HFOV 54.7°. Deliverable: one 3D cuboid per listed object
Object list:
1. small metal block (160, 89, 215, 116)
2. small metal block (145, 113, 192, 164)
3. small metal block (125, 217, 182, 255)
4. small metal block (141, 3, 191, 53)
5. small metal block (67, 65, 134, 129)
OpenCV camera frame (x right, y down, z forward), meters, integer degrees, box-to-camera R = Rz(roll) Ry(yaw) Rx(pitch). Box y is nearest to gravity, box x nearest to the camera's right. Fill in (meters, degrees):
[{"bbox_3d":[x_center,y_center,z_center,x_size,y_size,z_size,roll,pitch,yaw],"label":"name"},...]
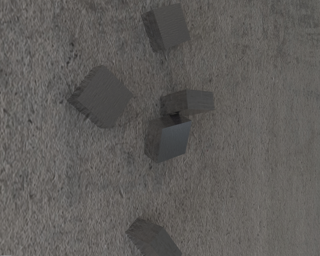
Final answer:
[{"bbox_3d":[0.037,-0.033,0.417,0.050,0.050,0.025,0,83,-40],"label":"small metal block"},{"bbox_3d":[0.011,0.012,0.401,0.050,0.025,0.050,-15,125,-39],"label":"small metal block"},{"bbox_3d":[-0.008,0.142,0.382,0.025,0.050,0.050,-46,118,-30],"label":"small metal block"},{"bbox_3d":[0.009,-0.133,0.411,0.050,0.025,0.050,-30,109,-36],"label":"small metal block"},{"bbox_3d":[-0.066,-0.034,0.349,0.050,0.025,0.050,44,63,-31],"label":"small metal block"}]
